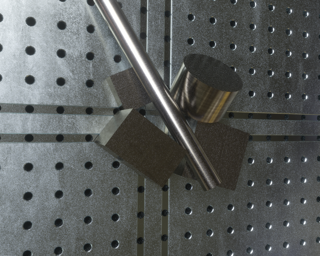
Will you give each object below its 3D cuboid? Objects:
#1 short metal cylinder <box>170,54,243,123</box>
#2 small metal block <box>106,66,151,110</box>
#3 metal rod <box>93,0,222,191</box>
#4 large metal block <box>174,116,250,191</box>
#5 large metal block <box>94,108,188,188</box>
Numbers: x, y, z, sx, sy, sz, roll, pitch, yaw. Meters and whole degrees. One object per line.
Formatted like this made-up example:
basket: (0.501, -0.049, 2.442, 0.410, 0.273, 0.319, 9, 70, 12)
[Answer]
short metal cylinder: (0.058, -0.052, 0.399, 0.081, 0.080, 0.050, 9, 131, -20)
small metal block: (-0.035, -0.051, 0.401, 0.050, 0.025, 0.050, -26, 99, -19)
metal rod: (-0.011, -0.060, 0.377, 0.025, 0.025, 0.299, -30, 89, -18)
large metal block: (0.066, 0.034, 0.424, 0.081, 0.050, 0.080, 19, 84, -20)
large metal block: (-0.027, 0.022, 0.374, 0.080, 0.080, 0.050, 39, 78, -16)
